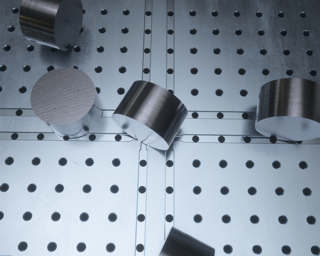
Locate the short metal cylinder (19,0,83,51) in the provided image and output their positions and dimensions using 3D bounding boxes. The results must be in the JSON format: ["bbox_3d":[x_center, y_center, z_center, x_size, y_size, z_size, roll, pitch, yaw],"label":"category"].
[{"bbox_3d":[-0.151,-0.155,0.438,0.050,0.080,0.080,18,71,6],"label":"short metal cylinder"}]

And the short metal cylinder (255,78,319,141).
[{"bbox_3d":[0.164,-0.021,0.391,0.080,0.080,0.050,11,71,4],"label":"short metal cylinder"}]

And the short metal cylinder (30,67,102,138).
[{"bbox_3d":[-0.121,-0.033,0.409,0.081,0.050,0.080,0,70,0],"label":"short metal cylinder"}]

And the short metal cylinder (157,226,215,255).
[{"bbox_3d":[0.018,0.152,0.327,0.050,0.080,0.080,26,72,9],"label":"short metal cylinder"}]

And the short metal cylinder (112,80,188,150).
[{"bbox_3d":[-0.013,-0.015,0.388,0.080,0.080,0.050,27,73,9],"label":"short metal cylinder"}]
